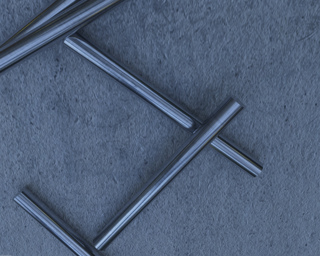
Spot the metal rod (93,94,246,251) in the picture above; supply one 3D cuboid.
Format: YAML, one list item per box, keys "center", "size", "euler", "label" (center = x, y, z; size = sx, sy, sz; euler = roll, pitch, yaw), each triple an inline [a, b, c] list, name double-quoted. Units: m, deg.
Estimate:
- center: [0.000, 0.072, 0.418]
  size: [0.025, 0.025, 0.299]
  euler: [36, 112, -13]
  label: "metal rod"

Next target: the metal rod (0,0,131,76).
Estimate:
- center: [-0.066, -0.138, 0.343]
  size: [0.301, 0.025, 0.025]
  euler: [-29, 108, 4]
  label: "metal rod"

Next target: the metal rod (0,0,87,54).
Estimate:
- center: [-0.065, -0.170, 0.346]
  size: [0.300, 0.025, 0.025]
  euler: [-33, 107, 11]
  label: "metal rod"

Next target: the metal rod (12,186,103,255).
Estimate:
- center: [-0.107, 0.202, 0.482]
  size: [0.025, 0.025, 0.300]
  euler: [-37, 106, 12]
  label: "metal rod"

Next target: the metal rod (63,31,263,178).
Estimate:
- center: [0.013, -0.025, 0.400]
  size: [0.301, 0.025, 0.025]
  euler: [34, 106, -12]
  label: "metal rod"
